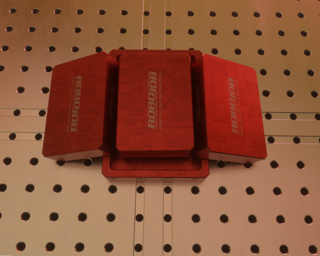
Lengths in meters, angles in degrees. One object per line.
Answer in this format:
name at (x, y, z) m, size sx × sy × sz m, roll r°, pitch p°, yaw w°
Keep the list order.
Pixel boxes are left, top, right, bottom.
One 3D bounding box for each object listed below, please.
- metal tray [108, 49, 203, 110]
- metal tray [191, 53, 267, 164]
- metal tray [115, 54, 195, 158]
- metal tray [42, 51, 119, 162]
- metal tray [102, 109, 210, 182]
metal tray at (-0.006, -0.063, 0.432) m, size 0.131 × 0.030 × 0.090 m, roll 0°, pitch 70°, yaw -1°
metal tray at (0.087, -0.024, 0.399) m, size 0.091 × 0.030 × 0.130 m, roll 9°, pitch 68°, yaw -26°
metal tray at (-0.006, -0.030, 0.388) m, size 0.091 × 0.030 × 0.130 m, roll 0°, pitch 70°, yaw -1°
metal tray at (-0.100, -0.027, 0.399) m, size 0.090 × 0.030 × 0.130 m, roll -9°, pitch 68°, yaw 24°
metal tray at (-0.005, 0.022, 0.401) m, size 0.131 × 0.030 × 0.090 m, roll 0°, pitch 70°, yaw -1°
